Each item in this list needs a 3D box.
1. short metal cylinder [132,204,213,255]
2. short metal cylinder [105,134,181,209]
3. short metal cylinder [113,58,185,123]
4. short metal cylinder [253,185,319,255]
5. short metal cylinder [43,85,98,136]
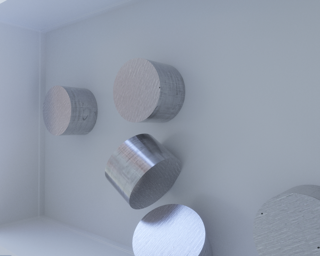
[{"bbox_3d":[0.015,0.134,0.348,0.080,0.080,0.050,19,143,38],"label":"short metal cylinder"},{"bbox_3d":[-0.020,0.054,0.386,0.050,0.081,0.079,41,115,32],"label":"short metal cylinder"},{"bbox_3d":[-0.015,-0.047,0.401,0.080,0.050,0.079,0,90,39],"label":"short metal cylinder"},{"bbox_3d":[0.133,0.095,0.280,0.080,0.050,0.079,0,90,39],"label":"short metal cylinder"},{"bbox_3d":[-0.148,-0.028,0.510,0.080,0.050,0.079,0,90,39],"label":"short metal cylinder"}]
